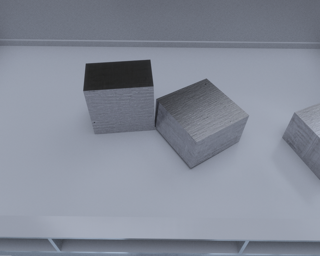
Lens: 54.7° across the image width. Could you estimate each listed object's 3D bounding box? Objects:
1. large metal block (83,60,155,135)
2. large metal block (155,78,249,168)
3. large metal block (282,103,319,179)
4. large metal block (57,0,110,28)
[{"bbox_3d":[-0.049,-0.039,0.401,0.081,0.080,0.050,-4,50,-3],"label":"large metal block"},{"bbox_3d":[0.050,-0.009,0.393,0.081,0.050,0.080,-25,55,-24],"label":"large metal block"},{"bbox_3d":[0.215,0.012,0.380,0.081,0.050,0.080,-19,53,-15],"label":"large metal block"},{"bbox_3d":[-0.141,-0.236,0.588,0.081,0.050,0.080,-2,50,-2],"label":"large metal block"}]
